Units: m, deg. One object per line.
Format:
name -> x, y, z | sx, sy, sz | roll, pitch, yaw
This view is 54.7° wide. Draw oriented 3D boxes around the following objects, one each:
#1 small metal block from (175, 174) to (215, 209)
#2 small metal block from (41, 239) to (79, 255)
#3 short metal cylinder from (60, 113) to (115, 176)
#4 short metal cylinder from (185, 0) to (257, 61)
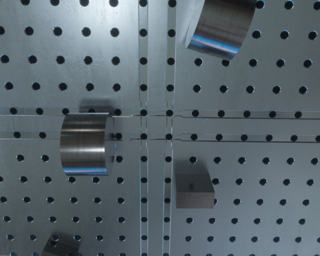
small metal block -> 0.047, 0.087, 0.432 | 0.050, 0.050, 0.025 | 0, 110, 0
small metal block -> -0.163, 0.211, 0.490 | 0.050, 0.025, 0.050 | 21, 109, -8
short metal cylinder -> -0.088, 0.020, 0.391 | 0.050, 0.080, 0.079 | 0, 110, 0
short metal cylinder -> 0.064, -0.120, 0.340 | 0.050, 0.080, 0.079 | 15, 109, -6
